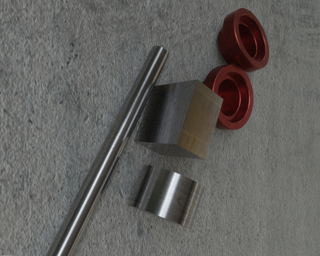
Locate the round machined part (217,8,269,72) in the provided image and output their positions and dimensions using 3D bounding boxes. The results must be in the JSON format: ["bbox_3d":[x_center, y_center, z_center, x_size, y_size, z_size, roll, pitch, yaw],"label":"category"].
[{"bbox_3d":[0.129,-0.135,0.493,0.099,0.042,0.098,14,69,-40],"label":"round machined part"}]

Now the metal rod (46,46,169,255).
[{"bbox_3d":[-0.058,0.030,0.356,0.025,0.025,0.300,38,67,-34],"label":"metal rod"}]

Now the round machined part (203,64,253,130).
[{"bbox_3d":[0.097,-0.046,0.475,0.099,0.042,0.097,-1,91,-40],"label":"round machined part"}]

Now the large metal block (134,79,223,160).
[{"bbox_3d":[0.022,-0.009,0.387,0.050,0.080,0.080,30,71,-36],"label":"large metal block"}]

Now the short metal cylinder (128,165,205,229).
[{"bbox_3d":[0.008,0.084,0.375,0.080,0.080,0.050,34,69,-35],"label":"short metal cylinder"}]
